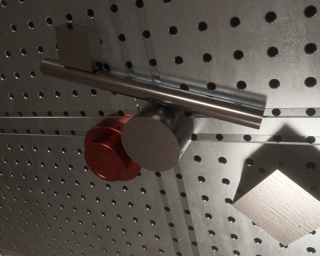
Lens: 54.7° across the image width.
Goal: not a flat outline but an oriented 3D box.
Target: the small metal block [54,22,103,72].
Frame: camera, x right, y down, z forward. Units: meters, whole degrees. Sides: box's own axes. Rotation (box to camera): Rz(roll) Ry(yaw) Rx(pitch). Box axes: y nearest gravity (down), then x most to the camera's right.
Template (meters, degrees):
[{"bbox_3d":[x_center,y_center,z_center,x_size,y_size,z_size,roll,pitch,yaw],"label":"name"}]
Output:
[{"bbox_3d":[-0.104,-0.105,0.399,0.050,0.025,0.050,15,125,19],"label":"small metal block"}]

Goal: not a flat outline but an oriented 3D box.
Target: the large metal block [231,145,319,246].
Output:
[{"bbox_3d":[0.147,0.081,0.367,0.080,0.050,0.080,38,129,2],"label":"large metal block"}]

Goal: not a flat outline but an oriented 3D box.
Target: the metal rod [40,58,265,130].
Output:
[{"bbox_3d":[-0.024,-0.049,0.392,0.301,0.025,0.025,16,125,18],"label":"metal rod"}]

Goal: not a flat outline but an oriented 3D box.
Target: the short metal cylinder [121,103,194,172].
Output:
[{"bbox_3d":[-0.003,0.010,0.401,0.080,0.050,0.079,13,124,20],"label":"short metal cylinder"}]

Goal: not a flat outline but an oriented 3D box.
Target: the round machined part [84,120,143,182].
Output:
[{"bbox_3d":[-0.073,0.041,0.462,0.098,0.042,0.097,13,124,20],"label":"round machined part"}]
